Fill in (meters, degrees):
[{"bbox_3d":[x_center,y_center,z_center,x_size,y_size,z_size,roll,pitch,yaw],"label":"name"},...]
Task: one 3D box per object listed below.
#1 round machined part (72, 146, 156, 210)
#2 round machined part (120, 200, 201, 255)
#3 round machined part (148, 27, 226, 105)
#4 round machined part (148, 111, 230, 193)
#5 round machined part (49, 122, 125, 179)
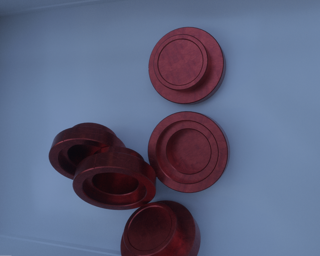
[{"bbox_3d":[-0.054,0.059,0.382,0.098,0.098,0.042,-17,44,19],"label":"round machined part"},{"bbox_3d":[-0.004,0.129,0.373,0.098,0.042,0.098,-17,40,15],"label":"round machined part"},{"bbox_3d":[0.031,-0.079,0.390,0.098,0.042,0.097,0,90,19],"label":"round machined part"},{"bbox_3d":[0.038,0.029,0.388,0.098,0.042,0.097,0,90,19],"label":"round machined part"},{"bbox_3d":[-0.093,0.030,0.414,0.098,0.098,0.042,-17,44,19],"label":"round machined part"}]
